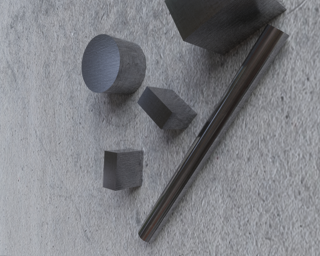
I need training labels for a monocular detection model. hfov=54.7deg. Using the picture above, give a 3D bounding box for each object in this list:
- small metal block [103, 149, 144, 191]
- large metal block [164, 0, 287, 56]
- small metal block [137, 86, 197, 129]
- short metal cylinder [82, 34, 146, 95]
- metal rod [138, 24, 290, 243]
[{"bbox_3d":[-0.050,0.056,0.428,0.025,0.050,0.050,5,93,39],"label":"small metal block"},{"bbox_3d":[0.067,-0.124,0.313,0.080,0.081,0.050,-34,69,34],"label":"large metal block"},{"bbox_3d":[0.009,-0.024,0.380,0.050,0.050,0.025,48,119,29],"label":"small metal block"},{"bbox_3d":[-0.066,-0.088,0.441,0.080,0.050,0.079,0,90,39],"label":"short metal cylinder"},{"bbox_3d":[0.050,0.024,0.362,0.025,0.025,0.298,43,116,31],"label":"metal rod"}]
